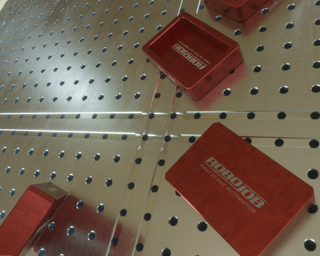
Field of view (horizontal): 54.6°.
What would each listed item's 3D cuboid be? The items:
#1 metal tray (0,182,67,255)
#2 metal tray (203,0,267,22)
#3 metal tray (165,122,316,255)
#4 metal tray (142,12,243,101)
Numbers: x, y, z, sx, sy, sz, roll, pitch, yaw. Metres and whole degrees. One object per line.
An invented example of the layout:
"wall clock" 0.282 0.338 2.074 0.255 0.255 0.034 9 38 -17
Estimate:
"metal tray" -0.152 0.111 0.362 0.030 0.130 0.090 33 77 -5
"metal tray" 0.138 -0.229 0.473 0.130 0.030 0.090 -43 51 -2
"metal tray" 0.078 0.062 0.326 0.090 0.030 0.130 -46 51 -4
"metal tray" 0.043 -0.108 0.449 0.090 0.030 0.130 -41 51 0
